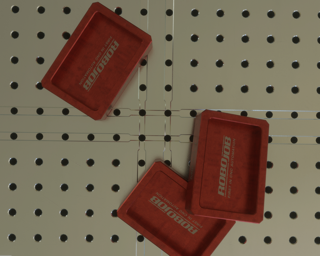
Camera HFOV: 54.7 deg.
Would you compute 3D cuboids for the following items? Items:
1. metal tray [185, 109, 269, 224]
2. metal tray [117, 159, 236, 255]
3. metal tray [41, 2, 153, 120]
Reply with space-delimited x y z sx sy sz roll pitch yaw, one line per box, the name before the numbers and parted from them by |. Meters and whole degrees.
metal tray | 0.086 0.048 0.392 0.091 0.030 0.129 10 77 -7
metal tray | 0.021 0.114 0.411 0.130 0.030 0.090 37 90 -1
metal tray | -0.081 -0.086 0.409 0.090 0.030 0.130 33 90 -1
